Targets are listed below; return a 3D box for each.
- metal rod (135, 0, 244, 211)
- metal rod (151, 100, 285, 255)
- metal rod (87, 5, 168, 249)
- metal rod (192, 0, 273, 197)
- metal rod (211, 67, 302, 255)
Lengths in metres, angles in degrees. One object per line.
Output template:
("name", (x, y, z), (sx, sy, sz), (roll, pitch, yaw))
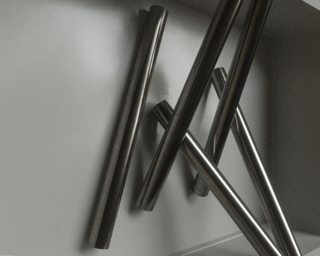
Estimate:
("metal rod", (0.037, -0.037, 0.370), (0.025, 0.025, 0.298), (16, 101, -39))
("metal rod", (0.087, 0.089, 0.392), (0.025, 0.025, 0.299), (-33, 83, -35))
("metal rod", (-0.035, -0.010, 0.376), (0.025, 0.025, 0.299), (22, 76, -38))
("metal rod", (0.094, -0.042, 0.409), (0.025, 0.025, 0.298), (-3, 116, -40))
("metal rod", (0.133, 0.048, 0.440), (0.025, 0.025, 0.299), (-4, 68, -40))
